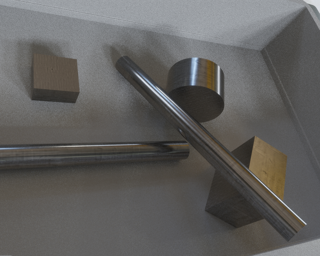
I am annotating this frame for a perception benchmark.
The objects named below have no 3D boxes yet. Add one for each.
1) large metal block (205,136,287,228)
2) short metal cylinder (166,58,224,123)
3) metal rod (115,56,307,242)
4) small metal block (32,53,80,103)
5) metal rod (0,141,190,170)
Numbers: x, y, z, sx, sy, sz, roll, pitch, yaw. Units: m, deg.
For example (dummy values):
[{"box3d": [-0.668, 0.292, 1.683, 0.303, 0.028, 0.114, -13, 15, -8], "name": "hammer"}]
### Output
[{"box3d": [0.108, 0.069, 0.388, 0.050, 0.080, 0.080, 31, 52, -9], "name": "large metal block"}, {"box3d": [0.048, -0.050, 0.429, 0.080, 0.080, 0.050, 20, 54, -17], "name": "short metal cylinder"}, {"box3d": [0.038, 0.003, 0.362, 0.025, 0.025, 0.300, -19, 52, -36], "name": "metal rod"}, {"box3d": [-0.127, -0.059, 0.374, 0.050, 0.025, 0.050, 3, 61, -27], "name": "small metal block"}, {"box3d": [-0.101, 0.029, 0.334, 0.303, 0.025, 0.025, 0, 62, -29], "name": "metal rod"}]
